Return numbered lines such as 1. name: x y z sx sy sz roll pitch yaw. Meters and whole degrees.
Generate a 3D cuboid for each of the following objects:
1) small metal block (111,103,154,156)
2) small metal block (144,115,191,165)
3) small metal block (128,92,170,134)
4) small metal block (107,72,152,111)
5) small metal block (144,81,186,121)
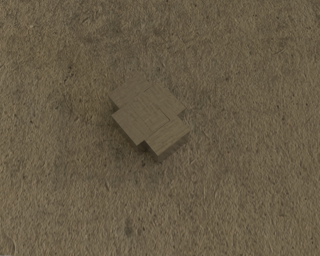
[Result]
1. small metal block: -0.033 0.004 0.394 0.025 0.050 0.050 -38 75 -13
2. small metal block: 0.009 0.017 0.389 0.050 0.050 0.025 -37 75 -13
3. small metal block: -0.014 -0.011 0.399 0.025 0.050 0.050 -38 75 -13
4. small metal block: -0.038 -0.039 0.409 0.050 0.050 0.025 -37 75 -13
5. small metal block: 0.006 -0.026 0.405 0.025 0.050 0.050 -39 75 -13
